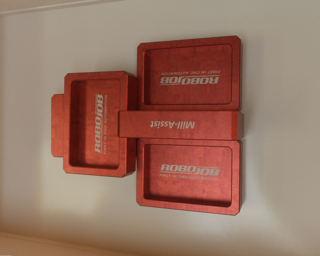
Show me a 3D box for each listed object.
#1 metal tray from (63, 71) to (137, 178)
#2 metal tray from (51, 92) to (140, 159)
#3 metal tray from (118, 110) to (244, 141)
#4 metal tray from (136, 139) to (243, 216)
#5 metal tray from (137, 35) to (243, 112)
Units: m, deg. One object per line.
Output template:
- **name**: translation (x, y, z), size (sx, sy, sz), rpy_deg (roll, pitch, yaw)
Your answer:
- **metal tray**: translation (-0.078, -0.005, 0.399), size (0.090, 0.030, 0.129), rpy_deg (1, 90, 19)
- **metal tray**: translation (-0.090, -0.003, 0.435), size (0.130, 0.030, 0.089), rpy_deg (0, 90, 19)
- **metal tray**: translation (0.028, -0.004, 0.363), size (0.130, 0.090, 0.030), rpy_deg (1, 91, 19)
- **metal tray**: translation (0.036, 0.057, 0.393), size (0.130, 0.030, 0.089), rpy_deg (1, 90, 19)
- **metal tray**: translation (0.036, -0.064, 0.393), size (0.130, 0.030, 0.089), rpy_deg (1, 90, 19)
